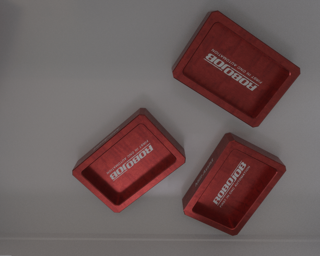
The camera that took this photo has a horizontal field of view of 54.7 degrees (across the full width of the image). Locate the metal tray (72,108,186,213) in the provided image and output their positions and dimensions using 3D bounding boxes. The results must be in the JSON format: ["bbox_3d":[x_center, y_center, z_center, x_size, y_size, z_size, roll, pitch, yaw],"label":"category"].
[{"bbox_3d":[-0.042,0.046,0.425,0.130,0.030,0.090,-39,106,13],"label":"metal tray"}]

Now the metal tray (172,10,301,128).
[{"bbox_3d":[0.091,-0.071,0.383,0.130,0.030,0.090,31,107,-11],"label":"metal tray"}]

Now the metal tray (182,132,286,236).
[{"bbox_3d":[0.101,0.082,0.439,0.090,0.030,0.129,27,108,-10],"label":"metal tray"}]
